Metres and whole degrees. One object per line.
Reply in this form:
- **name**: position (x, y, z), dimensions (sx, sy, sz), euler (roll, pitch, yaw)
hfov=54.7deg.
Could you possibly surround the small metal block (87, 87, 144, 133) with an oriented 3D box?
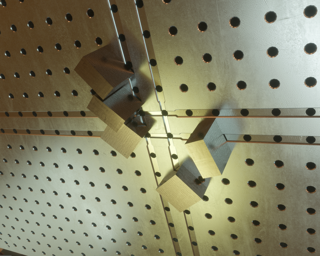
- **small metal block**: position (-0.058, -0.029, 0.406), dimensions (0.050, 0.050, 0.025), euler (40, 129, 0)

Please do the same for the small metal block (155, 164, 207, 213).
- **small metal block**: position (0.031, 0.088, 0.449), dimensions (0.050, 0.025, 0.050), euler (43, 129, -2)

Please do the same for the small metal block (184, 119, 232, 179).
- **small metal block**: position (0.060, 0.025, 0.378), dimensions (0.025, 0.050, 0.050), euler (-18, 109, 35)

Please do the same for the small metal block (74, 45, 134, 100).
- **small metal block**: position (-0.069, -0.070, 0.386), dimensions (0.050, 0.050, 0.025), euler (46, 129, -5)

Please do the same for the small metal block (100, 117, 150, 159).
- **small metal block**: position (-0.050, 0.008, 0.441), dimensions (0.050, 0.025, 0.050), euler (38, 129, 2)
